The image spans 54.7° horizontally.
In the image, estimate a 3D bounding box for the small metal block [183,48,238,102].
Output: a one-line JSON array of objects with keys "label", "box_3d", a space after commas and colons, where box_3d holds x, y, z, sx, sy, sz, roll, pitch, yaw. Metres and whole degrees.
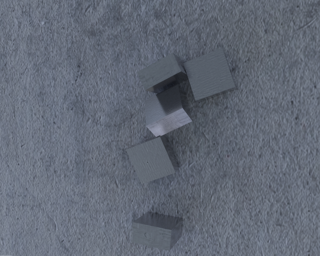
[{"label": "small metal block", "box_3d": [0.063, -0.065, 0.387, 0.050, 0.025, 0.050, -19, 84, 19]}]

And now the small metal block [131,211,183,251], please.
[{"label": "small metal block", "box_3d": [-0.002, 0.130, 0.397, 0.050, 0.050, 0.025, 5, 92, 20]}]

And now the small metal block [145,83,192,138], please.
[{"label": "small metal block", "box_3d": [0.009, -0.022, 0.391, 0.050, 0.025, 0.050, -26, 40, 18]}]

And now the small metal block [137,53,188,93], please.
[{"label": "small metal block", "box_3d": [0.007, -0.067, 0.393, 0.050, 0.050, 0.025, -25, 82, 18]}]

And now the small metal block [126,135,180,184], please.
[{"label": "small metal block", "box_3d": [-0.009, 0.040, 0.407, 0.050, 0.025, 0.050, -22, 95, 18]}]
